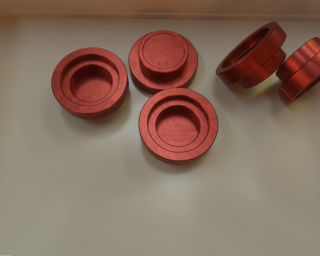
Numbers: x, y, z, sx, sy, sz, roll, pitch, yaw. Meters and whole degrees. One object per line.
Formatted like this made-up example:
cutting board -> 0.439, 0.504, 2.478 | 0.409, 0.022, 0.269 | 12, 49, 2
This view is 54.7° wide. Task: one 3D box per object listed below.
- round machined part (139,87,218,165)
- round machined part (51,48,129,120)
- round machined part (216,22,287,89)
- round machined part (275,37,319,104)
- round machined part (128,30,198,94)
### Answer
round machined part -> 0.023, 0.000, 0.401 | 0.099, 0.042, 0.098 | 0, 70, -1
round machined part -> -0.091, -0.056, 0.420 | 0.099, 0.042, 0.098 | 0, 70, -1
round machined part -> 0.125, -0.090, 0.411 | 0.042, 0.098, 0.098 | 46, 74, -12
round machined part -> 0.191, -0.078, 0.402 | 0.098, 0.098, 0.042 | -35, 75, -12
round machined part -> 0.005, -0.098, 0.436 | 0.099, 0.042, 0.098 | 0, 70, -1
